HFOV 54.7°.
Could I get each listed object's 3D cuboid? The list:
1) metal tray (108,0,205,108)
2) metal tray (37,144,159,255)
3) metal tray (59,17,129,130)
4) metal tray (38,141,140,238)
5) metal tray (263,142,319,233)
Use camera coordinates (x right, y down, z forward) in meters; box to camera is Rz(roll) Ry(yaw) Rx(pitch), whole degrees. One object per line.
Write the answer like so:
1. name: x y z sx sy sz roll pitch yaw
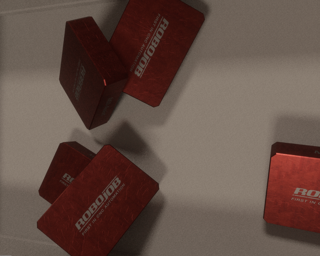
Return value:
1. metal tray: -0.014 -0.103 0.392 0.090 0.030 0.129 27 100 -10
2. metal tray: -0.075 0.097 0.393 0.090 0.030 0.130 39 75 2
3. metal tray: -0.090 -0.064 0.396 0.090 0.030 0.129 58 150 11
4. metal tray: -0.102 0.087 0.442 0.130 0.030 0.090 29 99 17
5. metal tray: 0.182 0.068 0.327 0.130 0.030 0.089 7 114 19
